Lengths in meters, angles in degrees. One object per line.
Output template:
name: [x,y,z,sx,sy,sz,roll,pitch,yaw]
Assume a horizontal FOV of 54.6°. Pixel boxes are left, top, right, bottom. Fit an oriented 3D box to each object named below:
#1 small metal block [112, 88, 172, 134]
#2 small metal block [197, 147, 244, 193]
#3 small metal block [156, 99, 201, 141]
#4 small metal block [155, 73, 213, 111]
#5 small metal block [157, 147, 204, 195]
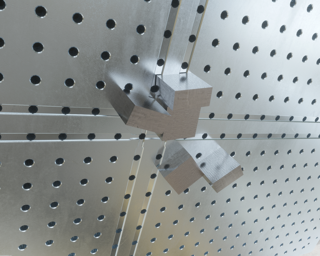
small metal block: [-0.022,-0.021,0.369,0.050,0.050,0.025,15,111,-34]
small metal block: [0.093,0.065,0.485,0.050,0.050,0.025,-33,129,-7]
small metal block: [0.023,-0.013,0.415,0.050,0.025,0.050,-6,121,-25]
small metal block: [0.028,-0.046,0.381,0.050,0.050,0.025,-9,122,-24]
small metal block: [0.032,0.065,0.468,0.050,0.025,0.050,-38,129,-3]
